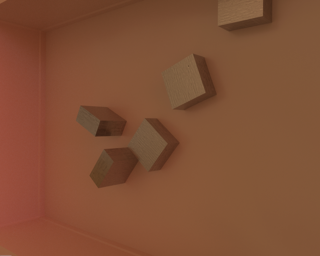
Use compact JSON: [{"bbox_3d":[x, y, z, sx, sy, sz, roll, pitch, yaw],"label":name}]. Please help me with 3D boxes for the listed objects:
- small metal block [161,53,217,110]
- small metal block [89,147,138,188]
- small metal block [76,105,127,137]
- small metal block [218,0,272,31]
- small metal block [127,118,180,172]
[{"bbox_3d":[0.034,-0.055,0.377,0.050,0.025,0.050,-25,74,37],"label":"small metal block"},{"bbox_3d":[-0.064,0.056,0.441,0.025,0.050,0.050,46,117,30],"label":"small metal block"},{"bbox_3d":[-0.087,-0.011,0.460,0.050,0.050,0.025,33,111,34],"label":"small metal block"},{"bbox_3d":[0.091,-0.136,0.331,0.050,0.025,0.050,1,91,39],"label":"small metal block"},{"bbox_3d":[-0.010,0.022,0.413,0.050,0.025,0.050,48,118,29],"label":"small metal block"}]
